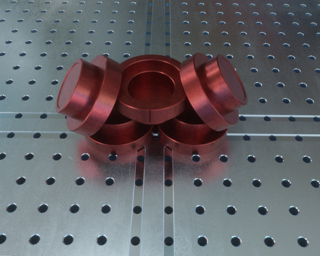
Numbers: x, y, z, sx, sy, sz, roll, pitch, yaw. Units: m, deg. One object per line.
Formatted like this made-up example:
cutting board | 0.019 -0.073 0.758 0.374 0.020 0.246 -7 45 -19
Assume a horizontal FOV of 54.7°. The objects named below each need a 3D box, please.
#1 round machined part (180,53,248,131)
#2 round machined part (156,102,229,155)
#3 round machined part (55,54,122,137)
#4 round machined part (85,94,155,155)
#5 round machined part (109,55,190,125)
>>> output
round machined part | 0.070 -0.049 0.372 0.042 0.098 0.098 -29 42 30
round machined part | 0.043 -0.016 0.410 0.099 0.042 0.098 0 50 0
round machined part | -0.089 -0.042 0.365 0.042 0.098 0.098 23 42 -32
round machined part | -0.055 -0.016 0.409 0.099 0.042 0.098 0 50 0
round machined part | -0.010 -0.043 0.376 0.099 0.042 0.098 0 50 0
